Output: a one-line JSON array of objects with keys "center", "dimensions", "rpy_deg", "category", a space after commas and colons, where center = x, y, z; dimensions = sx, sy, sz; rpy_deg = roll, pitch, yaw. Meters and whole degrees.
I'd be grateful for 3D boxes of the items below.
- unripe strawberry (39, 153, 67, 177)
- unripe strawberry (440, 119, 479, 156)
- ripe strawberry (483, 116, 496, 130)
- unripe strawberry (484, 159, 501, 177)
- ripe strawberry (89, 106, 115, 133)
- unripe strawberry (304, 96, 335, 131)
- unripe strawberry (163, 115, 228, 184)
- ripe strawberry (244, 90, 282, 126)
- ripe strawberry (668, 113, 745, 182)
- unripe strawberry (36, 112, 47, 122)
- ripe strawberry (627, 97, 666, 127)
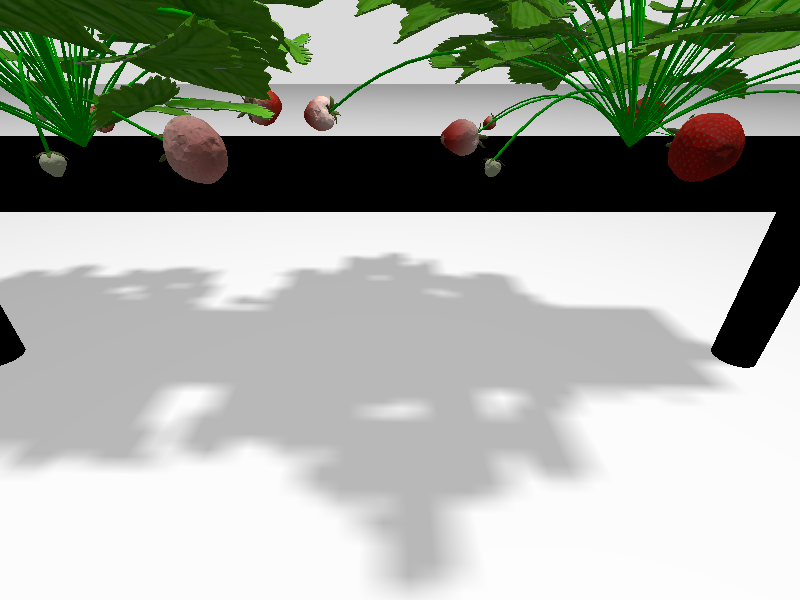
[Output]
[{"center": [-0.172, -0.067, 0.199], "dimensions": [0.011, 0.011, 0.011], "rpy_deg": [-17, 34, -27], "category": "unripe strawberry"}, {"center": [0.041, -0.115, 0.283], "dimensions": [0.025, 0.024, 0.027], "rpy_deg": [-11, 31, -14], "category": "unripe strawberry"}, {"center": [0.092, -0.182, 0.414], "dimensions": [0.015, 0.013, 0.015], "rpy_deg": [-26, -5, -37], "category": "ripe strawberry"}, {"center": [0.053, -0.076, 0.230], "dimensions": [0.010, 0.010, 0.009], "rpy_deg": [9, 16, -46], "category": "unripe strawberry"}, {"center": [-0.306, -0.185, 0.409], "dimensions": [0.024, 0.025, 0.026], "rpy_deg": [-13, 32, -22], "category": "ripe strawberry"}, {"center": [-0.081, -0.188, 0.404], "dimensions": [0.030, 0.032, 0.028], "rpy_deg": [-1, 28, 22], "category": "unripe strawberry"}, {"center": [-0.105, -0.077, 0.209], "dimensions": [0.033, 0.034, 0.030], "rpy_deg": [23, 37, 33], "category": "unripe strawberry"}, {"center": [-0.155, -0.225, 0.463], "dimensions": [0.041, 0.043, 0.044], "rpy_deg": [18, 34, 28], "category": "ripe strawberry"}, {"center": [0.170, -0.083, 0.220], "dimensions": [0.034, 0.036, 0.037], "rpy_deg": [5, 31, 8], "category": "ripe strawberry"}, {"center": [-0.373, -0.191, 0.417], "dimensions": [0.010, 0.010, 0.011], "rpy_deg": [25, 38, 37], "category": "unripe strawberry"}, {"center": [0.243, -0.185, 0.399], "dimensions": [0.036, 0.031, 0.036], "rpy_deg": [17, 33, 27], "category": "ripe strawberry"}]
